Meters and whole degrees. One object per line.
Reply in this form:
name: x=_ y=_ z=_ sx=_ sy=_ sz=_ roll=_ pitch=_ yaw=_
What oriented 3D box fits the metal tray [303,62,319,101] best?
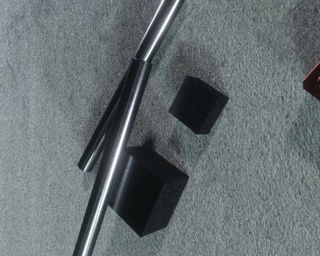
metal tray: x=0.195 y=-0.029 z=0.240 sx=0.130 sy=0.030 sz=0.089 roll=49 pitch=119 yaw=28

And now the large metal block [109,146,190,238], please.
large metal block: x=-0.021 y=0.079 z=0.404 sx=0.080 sy=0.050 sz=0.079 roll=34 pitch=111 yaw=34

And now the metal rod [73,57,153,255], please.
metal rod: x=-0.067 y=0.059 z=0.392 sx=0.025 sy=0.025 sz=0.298 roll=30 pitch=108 yaw=35

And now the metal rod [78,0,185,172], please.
metal rod: x=-0.049 y=-0.054 z=0.443 sx=0.025 sy=0.025 sz=0.298 roll=46 pitch=117 yaw=30

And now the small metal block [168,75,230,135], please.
small metal block: x=0.045 y=-0.027 z=0.367 sx=0.050 sy=0.025 sz=0.050 roll=41 pitch=114 yaw=32
